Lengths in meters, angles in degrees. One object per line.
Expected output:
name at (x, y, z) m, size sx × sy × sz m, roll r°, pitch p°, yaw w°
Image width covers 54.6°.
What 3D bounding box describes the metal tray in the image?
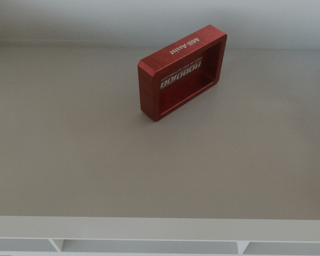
metal tray at (0.032, -0.075, 0.426) m, size 0.131 × 0.090 × 0.030 m, roll -33°, pitch 58°, yaw -25°
